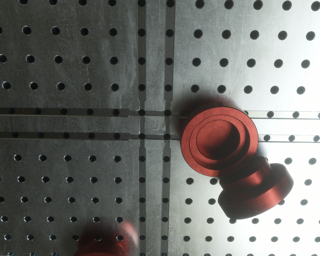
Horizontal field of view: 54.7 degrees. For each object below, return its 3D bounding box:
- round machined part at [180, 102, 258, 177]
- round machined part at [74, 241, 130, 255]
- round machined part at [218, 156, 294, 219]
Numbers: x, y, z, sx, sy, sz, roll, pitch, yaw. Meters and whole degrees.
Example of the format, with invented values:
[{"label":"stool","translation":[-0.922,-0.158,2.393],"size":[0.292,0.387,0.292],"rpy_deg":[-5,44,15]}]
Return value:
[{"label":"round machined part","translation":[0.075,0.012,0.410],"size":[0.099,0.042,0.097],"rpy_deg":[0,110,-1]},{"label":"round machined part","translation":[-0.089,0.218,0.483],"size":[0.099,0.042,0.097],"rpy_deg":[0,110,-1]},{"label":"round machined part","translation":[0.118,0.072,0.405],"size":[0.098,0.098,0.042],"rpy_deg":[-31,93,10]}]
